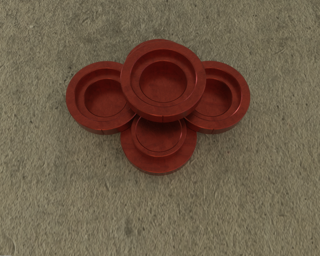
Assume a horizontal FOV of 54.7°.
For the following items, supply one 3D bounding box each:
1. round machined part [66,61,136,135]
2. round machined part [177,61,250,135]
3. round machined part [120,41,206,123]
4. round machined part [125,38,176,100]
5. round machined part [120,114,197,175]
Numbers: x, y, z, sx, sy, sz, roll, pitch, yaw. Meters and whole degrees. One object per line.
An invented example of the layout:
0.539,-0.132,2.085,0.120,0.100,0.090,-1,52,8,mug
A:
-0.070,-0.036,0.413,0.099,0.042,0.098,0,70,-1,round machined part
0.066,-0.037,0.415,0.099,0.042,0.098,0,70,-1,round machined part
0.004,-0.052,0.374,0.099,0.042,0.098,0,70,-1,round machined part
-0.001,-0.084,0.431,0.099,0.042,0.098,0,70,-1,round machined part
-0.002,0.009,0.397,0.099,0.042,0.098,0,70,-1,round machined part
